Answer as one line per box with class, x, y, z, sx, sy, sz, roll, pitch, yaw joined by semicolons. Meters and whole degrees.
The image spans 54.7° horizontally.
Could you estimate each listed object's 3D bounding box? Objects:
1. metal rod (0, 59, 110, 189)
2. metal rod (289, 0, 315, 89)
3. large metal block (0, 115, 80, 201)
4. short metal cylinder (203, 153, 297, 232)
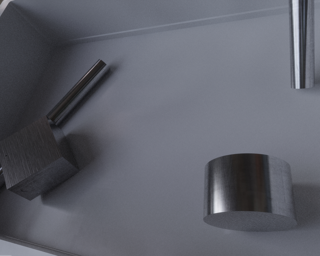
metal rod;-0.190;0.006;0.499;0.300;0.025;0.025;-49;52;-7
metal rod;0.144;-0.190;0.318;0.025;0.025;0.298;0;106;28
large metal block;-0.173;0.042;0.440;0.080;0.050;0.080;-31;57;-4
short metal cylinder;0.082;0.063;0.289;0.080;0.080;0.050;-8;59;24
